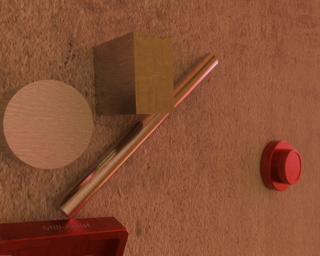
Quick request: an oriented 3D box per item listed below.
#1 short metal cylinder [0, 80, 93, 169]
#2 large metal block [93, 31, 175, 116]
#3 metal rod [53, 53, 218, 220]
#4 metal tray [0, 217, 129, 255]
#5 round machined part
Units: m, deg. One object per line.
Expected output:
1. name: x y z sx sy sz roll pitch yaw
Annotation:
1. short metal cylinder: -0.112 -0.003 0.295 0.081 0.050 0.079 0 90 -40
2. large metal block: -0.031 -0.055 0.344 0.050 0.080 0.079 -4 93 -40
3. metal rod: -0.012 -0.008 0.396 0.301 0.025 0.025 -47 118 -30
4. metal tray: -0.101 0.138 0.304 0.131 0.030 0.089 10 98 -40
5. round machined part: 0.239 0.074 0.598 0.099 0.042 0.097 0 90 -40
